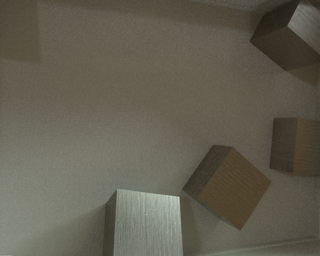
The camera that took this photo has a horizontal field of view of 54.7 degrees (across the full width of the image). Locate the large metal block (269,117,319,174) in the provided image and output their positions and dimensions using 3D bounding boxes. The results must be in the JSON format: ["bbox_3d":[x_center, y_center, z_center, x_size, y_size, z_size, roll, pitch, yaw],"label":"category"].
[{"bbox_3d":[0.222,0.028,0.479,0.081,0.050,0.080,6,88,-20],"label":"large metal block"}]

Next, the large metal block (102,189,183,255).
[{"bbox_3d":[-0.021,0.125,0.371,0.081,0.050,0.080,12,54,-20],"label":"large metal block"}]

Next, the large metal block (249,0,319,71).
[{"bbox_3d":[0.195,-0.133,0.453,0.080,0.080,0.050,32,80,-17],"label":"large metal block"}]

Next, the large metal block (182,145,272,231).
[{"bbox_3d":[0.092,0.080,0.431,0.080,0.050,0.080,41,77,-16],"label":"large metal block"}]
